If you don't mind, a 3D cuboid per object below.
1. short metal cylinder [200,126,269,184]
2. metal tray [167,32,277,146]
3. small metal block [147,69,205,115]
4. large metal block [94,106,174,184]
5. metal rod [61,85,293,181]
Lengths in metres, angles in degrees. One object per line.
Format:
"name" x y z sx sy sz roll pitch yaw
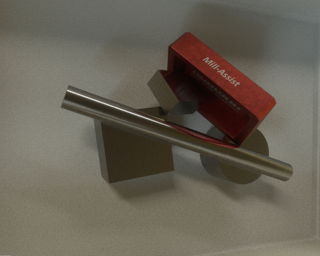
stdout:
"short metal cylinder" 0.104 0.035 0.436 0.081 0.050 0.079 0 90 -21
"metal tray" 0.065 -0.044 0.373 0.130 0.090 0.030 43 74 15
"small metal block" 0.020 -0.044 0.382 0.050 0.025 0.050 -5 56 -47
"large metal block" -0.034 0.018 0.385 0.081 0.050 0.079 -8 93 -20
"metal rod" 0.036 0.014 0.369 0.302 0.025 0.025 19 84 -20
